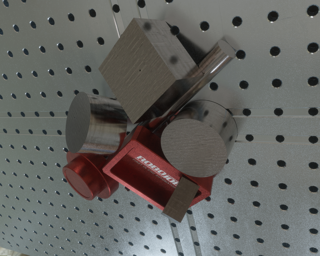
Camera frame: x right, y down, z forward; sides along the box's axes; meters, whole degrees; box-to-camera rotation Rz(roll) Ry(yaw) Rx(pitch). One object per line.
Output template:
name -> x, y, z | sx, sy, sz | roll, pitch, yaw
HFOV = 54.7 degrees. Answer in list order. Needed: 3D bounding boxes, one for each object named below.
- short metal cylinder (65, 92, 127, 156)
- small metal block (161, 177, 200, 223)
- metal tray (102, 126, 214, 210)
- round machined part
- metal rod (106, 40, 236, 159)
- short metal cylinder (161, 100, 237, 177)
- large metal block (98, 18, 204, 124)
short metal cylinder -> -0.086, -0.004, 0.411 | 0.080, 0.050, 0.080 | -16, 70, 51
small metal block -> 0.025, 0.095, 0.402 | 0.025, 0.050, 0.050 | 29, 163, 7
metal tray -> -0.003, 0.064, 0.431 | 0.130, 0.030, 0.090 | 36, 130, -13
round machined part -> -0.116, 0.076, 0.491 | 0.098, 0.042, 0.097 | 28, 140, 26
metal rod -> -0.014, -0.004, 0.418 | 0.025, 0.025, 0.299 | 44, 130, -3
short metal cylinder -> 0.048, 0.013, 0.377 | 0.080, 0.050, 0.079 | 13, 124, 21
large metal block -> -0.012, -0.063, 0.348 | 0.080, 0.050, 0.080 | -43, 74, 39
